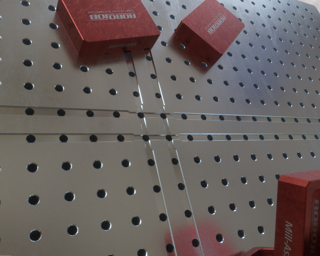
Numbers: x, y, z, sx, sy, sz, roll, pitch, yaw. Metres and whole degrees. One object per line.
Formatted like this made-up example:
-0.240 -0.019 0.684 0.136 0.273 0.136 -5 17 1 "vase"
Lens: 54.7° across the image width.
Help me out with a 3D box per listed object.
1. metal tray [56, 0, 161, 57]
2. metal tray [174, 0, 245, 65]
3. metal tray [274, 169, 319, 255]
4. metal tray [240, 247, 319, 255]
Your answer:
-0.074 -0.158 0.463 0.131 0.030 0.090 -18 72 -35 "metal tray"
0.095 -0.182 0.570 0.090 0.030 0.131 40 51 -2 "metal tray"
0.157 0.110 0.314 0.091 0.030 0.129 0 94 -34 "metal tray"
0.147 0.147 0.312 0.090 0.130 0.030 10 71 -55 "metal tray"
